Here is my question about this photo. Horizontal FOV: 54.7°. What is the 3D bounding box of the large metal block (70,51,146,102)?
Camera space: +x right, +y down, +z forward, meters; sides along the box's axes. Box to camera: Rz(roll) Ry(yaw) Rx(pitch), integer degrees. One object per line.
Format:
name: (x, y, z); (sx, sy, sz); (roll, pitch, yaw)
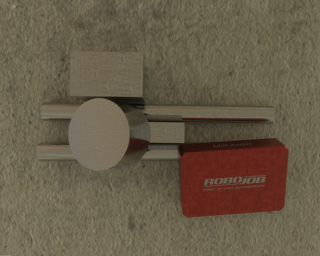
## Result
large metal block: (-0.060, -0.060, 0.383); (0.081, 0.080, 0.050); (1, 90, -1)

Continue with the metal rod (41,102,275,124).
metal rod: (-0.002, -0.020, 0.411); (0.302, 0.025, 0.025); (1, 90, -1)

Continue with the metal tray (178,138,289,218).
metal tray: (0.091, 0.063, 0.396); (0.131, 0.030, 0.089); (-4, 108, -2)

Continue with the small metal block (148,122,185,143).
small metal block: (0.004, 0.005, 0.398); (0.050, 0.050, 0.025); (1, 90, -1)

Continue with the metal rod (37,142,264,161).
metal rod: (-0.007, 0.031, 0.411); (0.302, 0.025, 0.025); (0, 90, -1)

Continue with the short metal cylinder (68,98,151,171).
short metal cylinder: (-0.058, 0.008, 0.362); (0.080, 0.050, 0.080); (-1, 88, 23)
